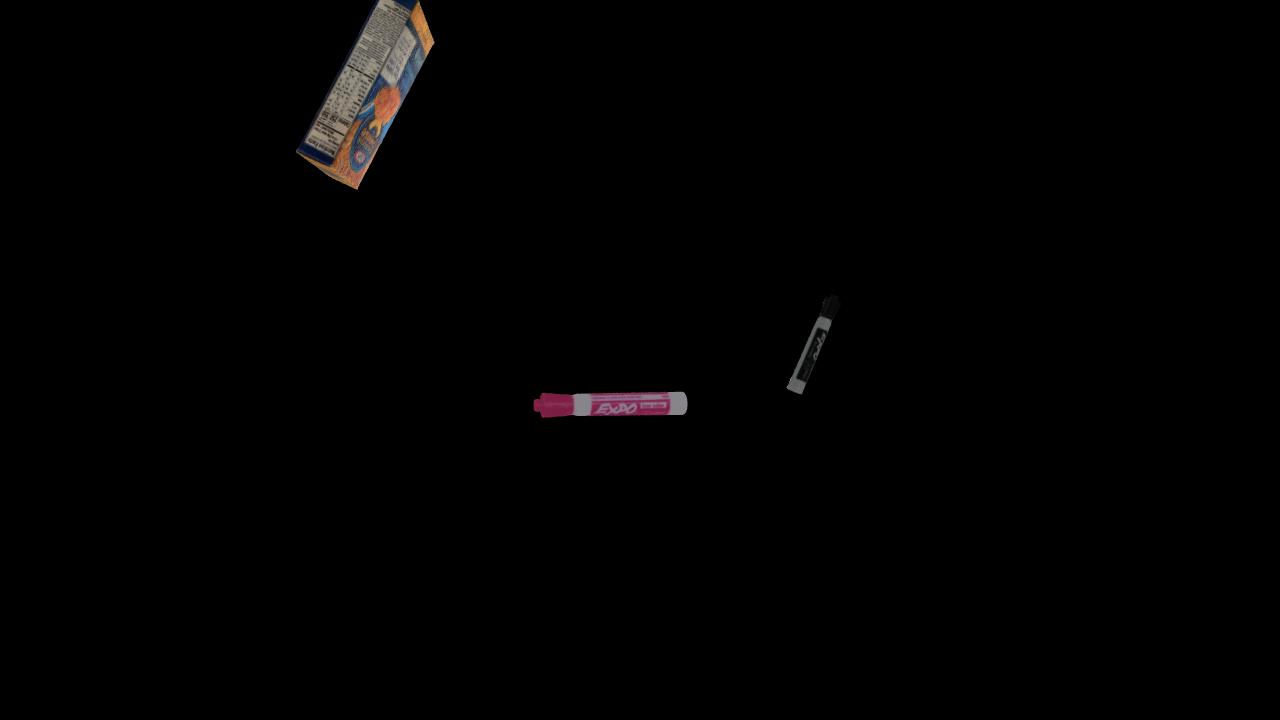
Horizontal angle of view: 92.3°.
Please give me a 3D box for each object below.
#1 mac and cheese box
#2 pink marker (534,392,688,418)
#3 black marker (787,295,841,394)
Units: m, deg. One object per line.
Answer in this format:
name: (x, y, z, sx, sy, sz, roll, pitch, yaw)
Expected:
mac and cheese box: (-0.273, -0.271, 0.623, 0.041, 0.184, 0.093, 27, -2, -11)
pink marker: (-0.022, 0.035, 0.478, 0.121, 0.020, 0.020, 0, 0, -20)
black marker: (0.203, -0.019, 0.715, 0.020, 0.121, 0.020, 22, 4, -2)
